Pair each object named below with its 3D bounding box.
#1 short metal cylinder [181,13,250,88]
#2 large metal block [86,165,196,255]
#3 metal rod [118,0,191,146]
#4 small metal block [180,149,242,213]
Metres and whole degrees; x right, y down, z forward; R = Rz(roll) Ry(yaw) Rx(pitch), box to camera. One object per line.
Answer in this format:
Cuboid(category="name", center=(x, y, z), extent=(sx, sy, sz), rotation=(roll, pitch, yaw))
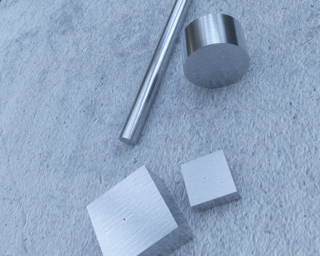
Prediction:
Cuboid(category="short metal cylinder", center=(0.068, -0.095, 0.390), extent=(0.080, 0.080, 0.050), rotation=(-14, 56, 20))
Cuboid(category="large metal block", center=(-0.022, 0.101, 0.336), extent=(0.080, 0.050, 0.080), rotation=(-36, 51, 3))
Cuboid(category="metal rod", center=(0.004, -0.113, 0.469), extent=(0.025, 0.025, 0.300), rotation=(6, 65, 30))
Cuboid(category="small metal block", center=(0.055, 0.058, 0.339), extent=(0.050, 0.025, 0.050), rotation=(-22, 54, 14))
